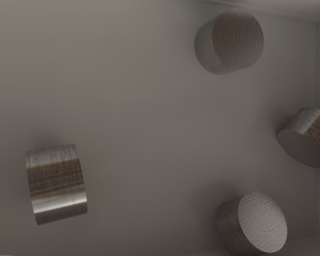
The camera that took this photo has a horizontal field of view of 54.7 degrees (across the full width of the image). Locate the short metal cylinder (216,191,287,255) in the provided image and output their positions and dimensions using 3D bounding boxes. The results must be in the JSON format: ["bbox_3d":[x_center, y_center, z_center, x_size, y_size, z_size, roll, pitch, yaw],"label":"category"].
[{"bbox_3d":[0.125,0.133,0.426,0.081,0.050,0.080,14,56,-22],"label":"short metal cylinder"}]

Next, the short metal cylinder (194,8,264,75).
[{"bbox_3d":[0.096,-0.118,0.432,0.081,0.050,0.080,0,90,-20],"label":"short metal cylinder"}]

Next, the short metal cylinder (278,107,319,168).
[{"bbox_3d":[0.227,0.015,0.465,0.050,0.080,0.080,-45,104,-14],"label":"short metal cylinder"}]

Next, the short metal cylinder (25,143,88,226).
[{"bbox_3d":[-0.113,0.060,0.340,0.050,0.080,0.080,-10,94,-20],"label":"short metal cylinder"}]
